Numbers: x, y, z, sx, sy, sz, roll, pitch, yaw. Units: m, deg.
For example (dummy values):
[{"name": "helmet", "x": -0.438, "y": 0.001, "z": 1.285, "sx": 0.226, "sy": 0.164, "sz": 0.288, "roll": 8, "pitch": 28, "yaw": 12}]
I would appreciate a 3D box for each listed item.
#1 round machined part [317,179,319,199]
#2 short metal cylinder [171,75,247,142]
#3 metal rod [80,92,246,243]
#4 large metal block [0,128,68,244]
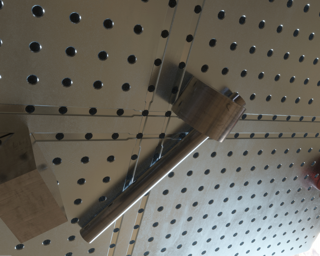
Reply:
[{"name": "round machined part", "x": 0.399, "y": 0.128, "z": 0.702, "sx": 0.099, "sy": 0.042, "sz": 0.097, "roll": -14, "pitch": 125, "yaw": -21}, {"name": "short metal cylinder", "x": 0.062, "y": -0.025, "z": 0.396, "sx": 0.080, "sy": 0.080, "sz": 0.050, "roll": 23, "pitch": 106, "yaw": -37}, {"name": "metal rod", "x": 0.004, "y": 0.057, "z": 0.450, "sx": 0.300, "sy": 0.025, "sz": 0.025, "roll": -42, "pitch": 130, "yaw": 0}, {"name": "large metal block", "x": -0.146, "y": 0.060, "z": 0.334, "sx": 0.050, "sy": 0.080, "sz": 0.080, "roll": -24, "pitch": 128, "yaw": -14}]
